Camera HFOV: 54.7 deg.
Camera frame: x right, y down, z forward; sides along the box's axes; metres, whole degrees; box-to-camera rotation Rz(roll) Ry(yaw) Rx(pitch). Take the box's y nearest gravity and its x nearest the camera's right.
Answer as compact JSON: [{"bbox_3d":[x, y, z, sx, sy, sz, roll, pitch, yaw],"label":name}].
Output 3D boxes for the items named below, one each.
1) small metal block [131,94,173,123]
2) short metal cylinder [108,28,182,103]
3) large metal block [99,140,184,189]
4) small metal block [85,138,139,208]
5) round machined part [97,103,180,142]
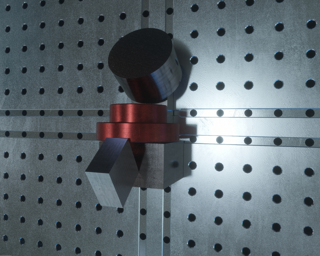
[{"bbox_3d":[-0.010,-0.031,0.414,0.050,0.025,0.050,1,90,19],"label":"small metal block"},{"bbox_3d":[-0.017,-0.078,0.387,0.080,0.050,0.080,-8,58,14],"label":"short metal cylinder"},{"bbox_3d":[-0.020,0.041,0.389,0.080,0.080,0.050,1,91,19],"label":"large metal block"},{"bbox_3d":[-0.047,0.045,0.318,0.025,0.050,0.050,1,129,19],"label":"small metal block"},{"bbox_3d":[-0.026,-0.007,0.371,0.098,0.098,0.042,1,91,19],"label":"round machined part"}]
